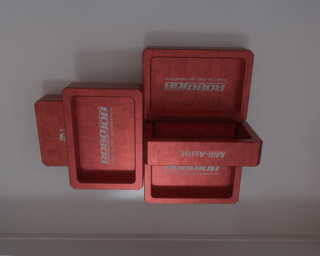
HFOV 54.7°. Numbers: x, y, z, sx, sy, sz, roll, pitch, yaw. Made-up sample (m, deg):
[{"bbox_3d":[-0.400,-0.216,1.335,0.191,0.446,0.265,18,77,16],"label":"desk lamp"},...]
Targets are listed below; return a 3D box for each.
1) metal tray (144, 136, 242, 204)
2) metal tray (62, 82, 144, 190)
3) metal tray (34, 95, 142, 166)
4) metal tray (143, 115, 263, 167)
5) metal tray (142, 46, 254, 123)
[{"bbox_3d":[0.044,0.059,0.429,0.131,0.030,0.089,1,110,-1],"label":"metal tray"},{"bbox_3d":[-0.065,0.012,0.377,0.091,0.030,0.129,1,110,-1],"label":"metal tray"},{"bbox_3d":[-0.089,0.004,0.405,0.131,0.030,0.089,0,110,-1],"label":"metal tray"},{"bbox_3d":[0.047,0.013,0.379,0.131,0.090,0.030,1,110,-1],"label":"metal tray"},{"bbox_3d":[0.044,-0.054,0.388,0.131,0.030,0.089,1,110,-1],"label":"metal tray"}]
